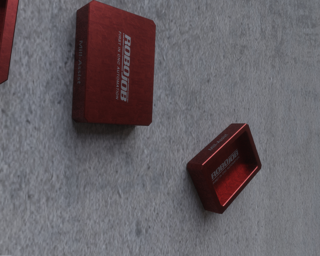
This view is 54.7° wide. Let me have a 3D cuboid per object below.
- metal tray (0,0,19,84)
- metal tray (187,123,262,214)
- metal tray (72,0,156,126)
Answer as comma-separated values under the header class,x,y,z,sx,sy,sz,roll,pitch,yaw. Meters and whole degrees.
class,x,y,z,sx,sy,sz,roll,pitch,yaw
metal tray,-0.188,-0.090,0.243,0.131,0.030,0.089,9,84,-40
metal tray,0.107,0.061,0.494,0.131,0.030,0.090,-36,113,-34
metal tray,-0.051,-0.069,0.360,0.091,0.030,0.129,4,88,-40
